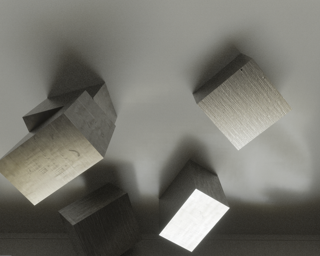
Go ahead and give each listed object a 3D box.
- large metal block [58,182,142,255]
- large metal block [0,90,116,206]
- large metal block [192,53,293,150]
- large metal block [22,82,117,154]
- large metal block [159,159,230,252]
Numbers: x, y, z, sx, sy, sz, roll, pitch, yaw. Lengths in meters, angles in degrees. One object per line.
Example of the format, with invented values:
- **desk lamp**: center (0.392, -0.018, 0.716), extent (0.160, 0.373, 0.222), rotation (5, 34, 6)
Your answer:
- **large metal block**: center (-0.080, 0.135, 0.426), extent (0.081, 0.050, 0.079), rotation (-27, 113, -32)
- **large metal block**: center (-0.095, 0.015, 0.301), extent (0.080, 0.080, 0.050), rotation (-34, 107, 11)
- **large metal block**: center (0.100, -0.034, 0.387), extent (0.080, 0.050, 0.080), rotation (-40, 106, 13)
- **large metal block**: center (-0.103, -0.013, 0.376), extent (0.080, 0.080, 0.050), rotation (-14, 110, 5)
- **large metal block**: center (0.042, 0.102, 0.420), extent (0.050, 0.080, 0.080), rotation (32, 107, -11)
